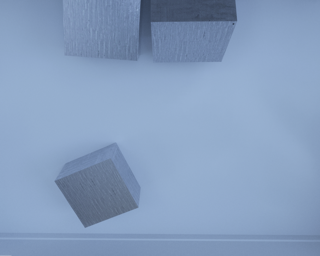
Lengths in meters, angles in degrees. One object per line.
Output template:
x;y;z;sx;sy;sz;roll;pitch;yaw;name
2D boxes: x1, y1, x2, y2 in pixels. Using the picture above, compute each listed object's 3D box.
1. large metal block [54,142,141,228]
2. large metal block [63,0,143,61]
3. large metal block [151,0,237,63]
-0.082;0.078;0.426;0.080;0.050;0.080;-23;109;8;large metal block
-0.062;-0.123;0.352;0.081;0.050;0.079;4;110;-2;large metal block
0.032;-0.112;0.333;0.080;0.080;0.050;-1;74;0;large metal block
